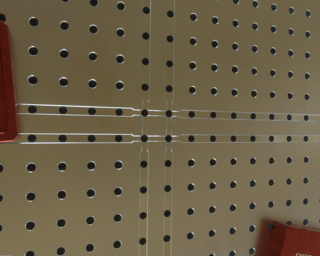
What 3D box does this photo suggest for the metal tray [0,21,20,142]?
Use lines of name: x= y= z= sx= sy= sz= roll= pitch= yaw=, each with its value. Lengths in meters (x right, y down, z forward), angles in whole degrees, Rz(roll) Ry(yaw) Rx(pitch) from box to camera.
metal tray: x=-0.206 y=-0.047 z=0.333 sx=0.091 sy=0.030 sz=0.129 roll=-5 pitch=92 yaw=-20

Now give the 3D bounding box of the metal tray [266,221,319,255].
metal tray: x=0.233 y=0.207 z=0.496 sx=0.131 sy=0.030 sz=0.090 roll=16 pitch=85 yaw=-19
